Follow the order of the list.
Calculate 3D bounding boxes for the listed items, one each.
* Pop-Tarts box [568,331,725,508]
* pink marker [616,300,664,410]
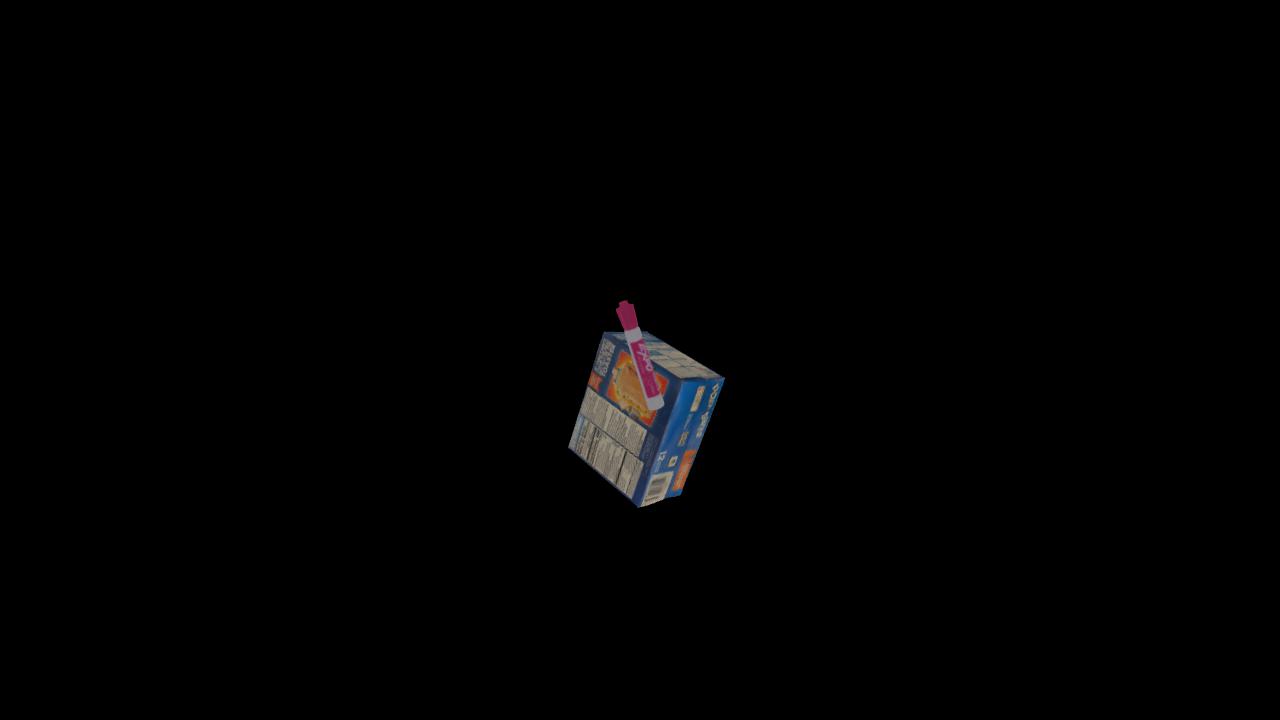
[{"bbox_3d":[0.004,0.067,0.757,0.083,0.167,0.141,-1,25,-47],"label":"Pop-Tarts box"},{"bbox_3d":[0.000,-0.004,0.638,0.020,0.121,0.020,-16,20,6],"label":"pink marker"}]
